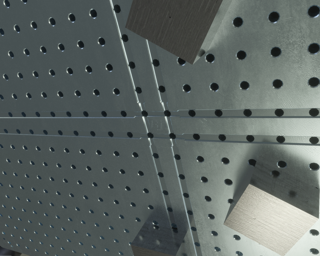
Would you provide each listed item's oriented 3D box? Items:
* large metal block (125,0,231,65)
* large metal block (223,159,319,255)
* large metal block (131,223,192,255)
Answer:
[{"bbox_3d":[0.022,-0.123,0.308,0.080,0.050,0.080,31,129,8],"label":"large metal block"},{"bbox_3d":[0.137,0.099,0.384,0.080,0.050,0.079,26,128,11],"label":"large metal block"},{"bbox_3d":[0.006,0.216,0.526,0.080,0.050,0.080,3,120,27],"label":"large metal block"}]
